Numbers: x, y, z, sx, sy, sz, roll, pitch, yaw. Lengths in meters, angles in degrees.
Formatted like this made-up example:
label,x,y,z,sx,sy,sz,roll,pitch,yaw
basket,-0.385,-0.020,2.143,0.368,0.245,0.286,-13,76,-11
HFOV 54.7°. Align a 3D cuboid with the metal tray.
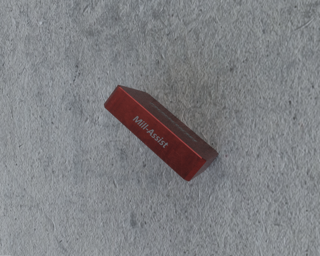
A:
label,x,y,z,sx,sy,sz,roll,pitch,yaw
metal tray,0.005,0.003,0.373,0.130,0.090,0.030,41,103,15
